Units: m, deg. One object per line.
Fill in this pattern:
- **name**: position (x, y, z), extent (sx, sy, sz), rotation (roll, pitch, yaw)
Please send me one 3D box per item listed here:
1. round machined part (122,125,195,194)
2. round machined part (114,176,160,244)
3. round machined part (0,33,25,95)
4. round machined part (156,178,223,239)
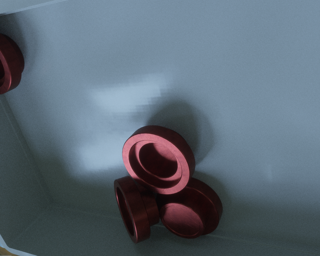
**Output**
- **round machined part**: position (0.002, 0.038, 0.421), extent (0.098, 0.042, 0.097), rotation (13, 124, 21)
- **round machined part**: position (-0.033, 0.118, 0.467), extent (0.098, 0.042, 0.097), rotation (164, 90, -70)
- **round machined part**: position (-0.245, -0.103, 0.464), extent (0.098, 0.042, 0.097), rotation (13, 124, 21)
- **round machined part**: position (0.038, 0.122, 0.453), extent (0.098, 0.042, 0.097), rotation (13, 124, 21)
